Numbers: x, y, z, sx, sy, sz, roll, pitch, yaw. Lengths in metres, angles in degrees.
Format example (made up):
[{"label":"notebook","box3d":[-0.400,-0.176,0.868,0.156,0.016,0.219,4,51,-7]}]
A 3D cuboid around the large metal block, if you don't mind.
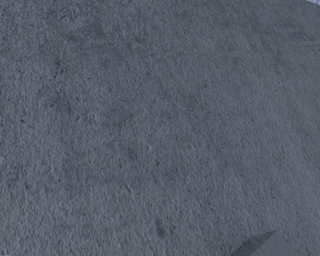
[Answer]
[{"label":"large metal block","box3d":[0.117,0.174,0.344,0.081,0.050,0.080,-23,74,-36]}]
